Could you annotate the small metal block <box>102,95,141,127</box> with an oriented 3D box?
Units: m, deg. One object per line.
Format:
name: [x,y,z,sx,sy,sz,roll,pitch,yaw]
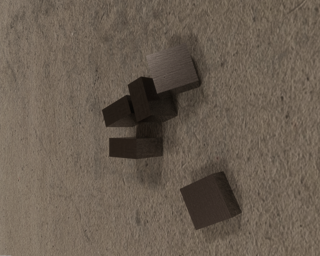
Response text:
small metal block: [-0.041,-0.021,0.420,0.050,0.050,0.025,-25,74,37]

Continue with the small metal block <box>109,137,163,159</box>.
small metal block: [-0.032,0.025,0.413,0.050,0.050,0.025,0,90,39]

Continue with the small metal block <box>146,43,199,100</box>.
small metal block: [0.016,-0.068,0.375,0.050,0.025,0.050,-17,77,5]

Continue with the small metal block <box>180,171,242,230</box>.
small metal block: [0.057,0.083,0.356,0.050,0.025,0.050,-33,70,34]

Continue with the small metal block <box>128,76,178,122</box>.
small metal block: [-0.009,-0.035,0.394,0.025,0.050,0.050,-25,75,38]
